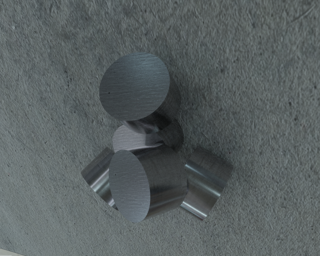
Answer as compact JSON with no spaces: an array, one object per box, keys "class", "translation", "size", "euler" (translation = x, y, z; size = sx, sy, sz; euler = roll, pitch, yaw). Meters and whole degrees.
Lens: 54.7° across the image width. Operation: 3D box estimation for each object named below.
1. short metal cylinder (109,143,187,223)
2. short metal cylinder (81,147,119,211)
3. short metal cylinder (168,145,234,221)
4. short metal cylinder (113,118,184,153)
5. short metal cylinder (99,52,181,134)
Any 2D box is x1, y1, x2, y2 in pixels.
[{"class":"short metal cylinder","translation":[-0.016,0.060,0.351],"size":[0.080,0.050,0.079],"euler":[11,105,49]},{"class":"short metal cylinder","translation":[-0.066,0.072,0.445],"size":[0.080,0.050,0.080],"euler":[44,174,7]},{"class":"short metal cylinder","translation":[0.049,0.068,0.389],"size":[0.050,0.080,0.079],"euler":[30,128,8]},{"class":"short metal cylinder","translation":[-0.015,0.018,0.410],"size":[0.080,0.050,0.079],"euler":[13,123,21]},{"class":"short metal cylinder","translation":[-0.021,-0.038,0.352],"size":[0.080,0.080,0.050],"euler":[13,167,21]}]
